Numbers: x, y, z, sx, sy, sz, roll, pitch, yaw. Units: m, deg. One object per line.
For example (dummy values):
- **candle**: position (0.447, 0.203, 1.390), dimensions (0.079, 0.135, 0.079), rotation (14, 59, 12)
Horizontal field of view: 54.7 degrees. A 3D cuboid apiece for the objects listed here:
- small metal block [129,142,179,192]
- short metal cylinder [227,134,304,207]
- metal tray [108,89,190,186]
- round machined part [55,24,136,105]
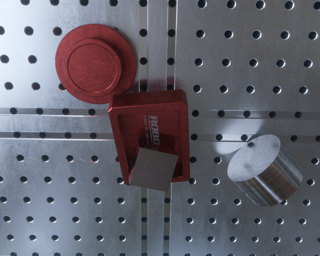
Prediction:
- **small metal block**: position (-0.009, 0.050, 0.398), dimensions (0.050, 0.025, 0.050), rotation (13, 100, -12)
- **short metal cylinder**: position (0.136, 0.055, 0.405), dimensions (0.080, 0.080, 0.050), rotation (-41, 105, 13)
- **metal tray**: position (-0.009, 0.017, 0.396), dimensions (0.091, 0.030, 0.129), rotation (-5, 127, 1)
- **round machined part**: position (-0.078, -0.075, 0.376), dimensions (0.099, 0.042, 0.097), rotation (0, 110, 0)
